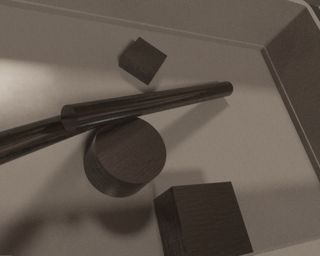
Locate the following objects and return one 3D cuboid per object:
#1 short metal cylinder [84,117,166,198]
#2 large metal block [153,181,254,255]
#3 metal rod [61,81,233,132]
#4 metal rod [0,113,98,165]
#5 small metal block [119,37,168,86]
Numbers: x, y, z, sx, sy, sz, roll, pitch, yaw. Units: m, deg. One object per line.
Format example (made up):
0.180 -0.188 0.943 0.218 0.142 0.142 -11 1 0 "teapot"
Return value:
-0.040 0.032 0.349 0.081 0.050 0.080 14 56 -21 "short metal cylinder"
0.046 0.109 0.349 0.081 0.050 0.080 1 61 -28 "large metal block"
0.013 -0.036 0.393 0.302 0.025 0.025 -16 70 -49 "metal rod"
-0.114 0.010 0.262 0.025 0.025 0.301 49 27 6 "metal rod"
-0.024 -0.098 0.454 0.050 0.025 0.050 33 51 -7 "small metal block"
